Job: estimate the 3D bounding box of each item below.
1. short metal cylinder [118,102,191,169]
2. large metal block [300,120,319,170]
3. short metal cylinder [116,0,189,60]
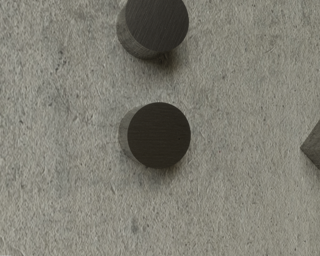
[{"bbox_3d":[-0.008,0.009,0.393,0.081,0.050,0.079,0,90,-20],"label":"short metal cylinder"},{"bbox_3d":[0.290,0.030,0.503,0.080,0.050,0.080,44,76,-15],"label":"large metal block"},{"bbox_3d":[-0.011,-0.131,0.392,0.081,0.050,0.079,0,90,-20],"label":"short metal cylinder"}]
